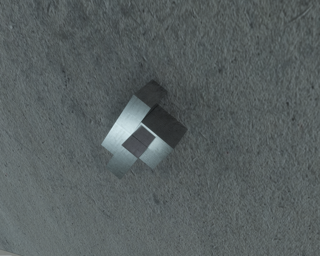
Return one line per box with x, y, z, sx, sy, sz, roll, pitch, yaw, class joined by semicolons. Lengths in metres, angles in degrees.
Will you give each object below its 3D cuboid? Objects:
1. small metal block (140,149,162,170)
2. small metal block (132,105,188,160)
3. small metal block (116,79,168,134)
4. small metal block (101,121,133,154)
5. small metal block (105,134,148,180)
-0.011;0.021;0.426;0.050;0.025;0.050;40;129;0;small metal block
0.001;0.005;0.393;0.050;0.050;0.025;40;129;0;small metal block
-0.022;-0.027;0.385;0.025;0.050;0.050;40;129;1;small metal block
-0.046;0.003;0.416;0.025;0.050;0.050;40;129;1;small metal block
-0.037;0.031;0.397;0.025;0.050;0.050;40;129;1;small metal block
